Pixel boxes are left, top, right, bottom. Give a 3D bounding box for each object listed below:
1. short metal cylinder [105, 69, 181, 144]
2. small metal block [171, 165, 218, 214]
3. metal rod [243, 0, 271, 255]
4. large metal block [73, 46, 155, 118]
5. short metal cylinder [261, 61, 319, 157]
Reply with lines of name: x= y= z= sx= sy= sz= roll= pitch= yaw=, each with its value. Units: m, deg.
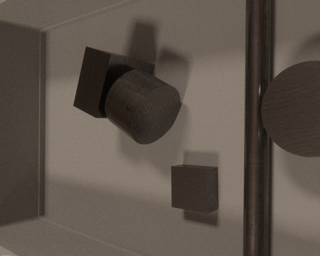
short metal cylinder: x=-0.021 y=-0.026 z=0.386 sx=0.050 sy=0.081 sz=0.079 roll=35 pitch=112 yaw=34
small metal block: x=0.041 y=0.071 z=0.371 sx=0.050 sy=0.025 sz=0.050 roll=-1 pitch=89 yaw=39
metal rod: x=0.101 y=0.009 z=0.322 sx=0.025 sy=0.025 sz=0.298 roll=1 pitch=91 yaw=39
large metal block: x=-0.061 y=-0.058 z=0.419 sx=0.050 sy=0.081 sz=0.079 roll=25 pitch=106 yaw=37
short metal cylinder: x=0.139 y=-0.016 z=0.275 sx=0.080 sy=0.050 sz=0.079 roll=0 pitch=90 yaw=39
